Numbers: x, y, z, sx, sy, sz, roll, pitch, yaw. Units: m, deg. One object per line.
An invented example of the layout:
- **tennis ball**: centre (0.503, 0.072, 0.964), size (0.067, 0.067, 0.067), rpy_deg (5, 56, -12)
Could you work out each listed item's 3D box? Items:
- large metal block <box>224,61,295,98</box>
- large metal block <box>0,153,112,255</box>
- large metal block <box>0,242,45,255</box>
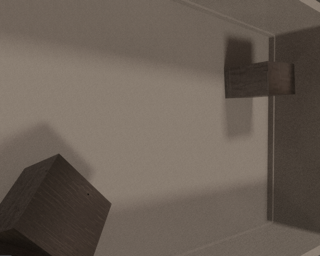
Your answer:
- **large metal block**: centre (0.164, -0.077, 0.511), size (0.081, 0.080, 0.050), rpy_deg (-6, 94, -40)
- **large metal block**: centre (-0.100, 0.085, 0.287), size (0.080, 0.050, 0.080), rpy_deg (53, 30, -27)
- **large metal block**: centre (-0.130, 0.128, 0.216), size (0.080, 0.080, 0.050), rpy_deg (18, 111, -4)
